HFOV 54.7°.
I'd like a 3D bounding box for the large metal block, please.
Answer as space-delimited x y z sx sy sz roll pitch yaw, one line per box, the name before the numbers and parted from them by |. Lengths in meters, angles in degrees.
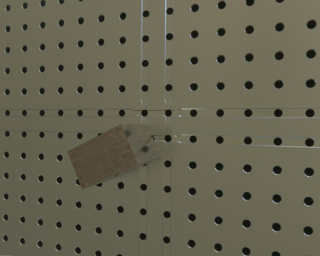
large metal block | -0.056 0.035 0.402 0.080 0.080 0.050 -26 82 18
